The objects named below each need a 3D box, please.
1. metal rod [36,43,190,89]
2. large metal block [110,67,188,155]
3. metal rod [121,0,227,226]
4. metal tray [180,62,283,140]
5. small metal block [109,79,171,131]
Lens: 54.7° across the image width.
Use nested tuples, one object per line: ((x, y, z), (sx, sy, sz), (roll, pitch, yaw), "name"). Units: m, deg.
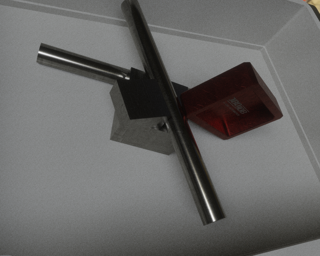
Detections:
((-0.012, -0.060, 0.436), (0.302, 0.025, 0.025), (14, 56, -21), "metal rod")
((-0.012, -0.020, 0.395), (0.081, 0.050, 0.080), (17, 55, -19), "large metal block")
((0.007, -0.036, 0.367), (0.025, 0.025, 0.299), (-7, 65, -32), "metal rod")
((0.096, -0.027, 0.398), (0.130, 0.090, 0.030), (25, 46, -54), "metal tray")
((-0.022, -0.027, 0.345), (0.050, 0.025, 0.050), (-7, 65, -32), "small metal block")
